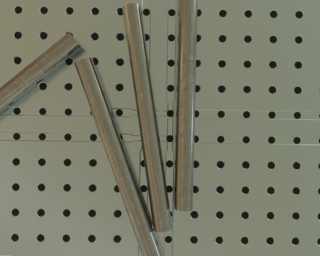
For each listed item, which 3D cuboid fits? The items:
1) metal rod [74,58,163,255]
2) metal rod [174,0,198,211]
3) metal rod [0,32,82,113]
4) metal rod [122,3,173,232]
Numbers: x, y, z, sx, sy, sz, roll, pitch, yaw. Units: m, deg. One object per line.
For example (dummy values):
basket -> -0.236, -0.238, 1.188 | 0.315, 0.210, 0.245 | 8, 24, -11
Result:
metal rod -> -0.052, 0.052, 0.413 | 0.025, 0.025, 0.299 | -20, 90, 0
metal rod -> 0.035, -0.041, 0.413 | 0.025, 0.025, 0.298 | 1, 90, 0
metal rod -> -0.229, -0.023, 0.411 | 0.300, 0.025, 0.025 | -39, 90, 0
metal rod -> -0.017, -0.013, 0.413 | 0.025, 0.025, 0.298 | -8, 90, 0
